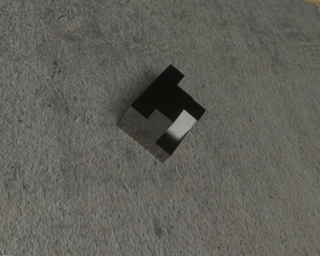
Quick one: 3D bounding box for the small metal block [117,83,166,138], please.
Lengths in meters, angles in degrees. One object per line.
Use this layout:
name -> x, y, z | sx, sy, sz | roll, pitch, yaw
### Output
small metal block -> -0.023, -0.021, 0.391 | 0.025, 0.050, 0.050 | 40, 51, -2

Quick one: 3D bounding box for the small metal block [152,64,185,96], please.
small metal block -> 0.002, -0.052, 0.423 | 0.025, 0.050, 0.050 | 40, 51, -2

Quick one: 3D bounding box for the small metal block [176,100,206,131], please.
small metal block -> 0.025, -0.020, 0.416 | 0.050, 0.050, 0.025 | 40, 51, -2

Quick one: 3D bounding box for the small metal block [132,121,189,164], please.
small metal block -> 0.001, 0.009, 0.402 | 0.050, 0.025, 0.050 | 40, 51, -1

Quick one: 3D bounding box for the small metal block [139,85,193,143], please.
small metal block -> 0.007, -0.017, 0.372 | 0.025, 0.050, 0.050 | 40, 51, -2
